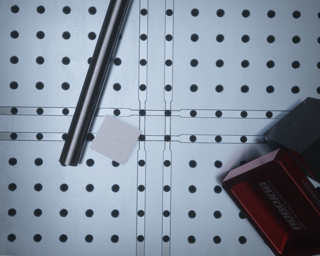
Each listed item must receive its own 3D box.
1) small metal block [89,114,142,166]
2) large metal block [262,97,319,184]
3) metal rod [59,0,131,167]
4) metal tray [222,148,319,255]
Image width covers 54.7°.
[{"bbox_3d":[-0.058,0.015,0.413,0.050,0.025,0.050,27,90,-1],"label":"small metal block"},{"bbox_3d":[0.191,0.011,0.383,0.080,0.080,0.050,-40,108,0],"label":"large metal block"},{"bbox_3d":[-0.076,-0.095,0.412,0.025,0.025,0.298,18,90,-1],"label":"metal rod"},{"bbox_3d":[0.152,0.098,0.386,0.130,0.030,0.090,52,133,-1],"label":"metal tray"}]
